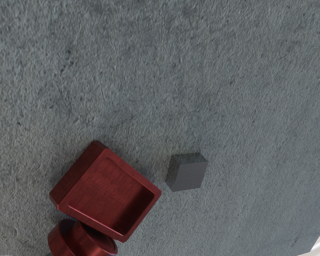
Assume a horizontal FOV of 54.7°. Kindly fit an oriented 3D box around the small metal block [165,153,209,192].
[{"bbox_3d":[0.040,0.067,0.473,0.050,0.025,0.050,-2,120,-28],"label":"small metal block"}]

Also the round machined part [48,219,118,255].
[{"bbox_3d":[-0.094,0.155,0.406,0.042,0.098,0.098,-46,130,-3],"label":"round machined part"}]

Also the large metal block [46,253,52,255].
[{"bbox_3d":[-0.142,0.225,0.454,0.080,0.050,0.080,-33,129,-7],"label":"large metal block"}]

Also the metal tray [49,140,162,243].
[{"bbox_3d":[-0.065,0.087,0.409,0.090,0.030,0.130,-52,130,-10],"label":"metal tray"}]
